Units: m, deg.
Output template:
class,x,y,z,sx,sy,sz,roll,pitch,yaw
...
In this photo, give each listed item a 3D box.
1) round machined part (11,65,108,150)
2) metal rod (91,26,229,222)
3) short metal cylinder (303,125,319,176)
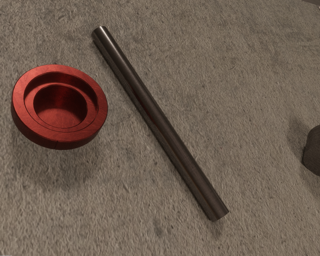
class,x,y,z,sx,sy,sz,roll,pitch,yaw
round machined part,-0.112,-0.019,0.345,0.099,0.042,0.098,14,56,-21
metal rod,-0.006,-0.014,0.410,0.025,0.025,0.299,-24,75,-37
short metal cylinder,0.278,0.038,0.499,0.080,0.080,0.050,36,51,-5
